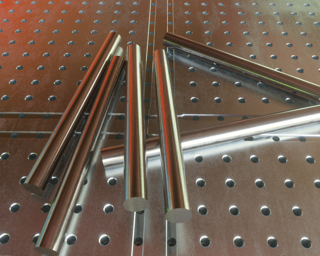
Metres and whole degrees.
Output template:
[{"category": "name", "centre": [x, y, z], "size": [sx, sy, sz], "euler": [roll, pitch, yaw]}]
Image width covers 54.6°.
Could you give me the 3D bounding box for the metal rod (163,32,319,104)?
[{"category": "metal rod", "centre": [0.139, -0.093, 0.486], "size": [0.300, 0.025, 0.025], "euler": [26, 55, 20]}]

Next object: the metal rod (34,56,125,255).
[{"category": "metal rod", "centre": [-0.089, 0.008, 0.400], "size": [0.025, 0.025, 0.300], "euler": [7, 50, 6]}]

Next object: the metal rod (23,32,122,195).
[{"category": "metal rod", "centre": [-0.111, -0.043, 0.443], "size": [0.025, 0.025, 0.300], "euler": [9, 51, 8]}]

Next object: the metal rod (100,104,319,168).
[{"category": "metal rod", "centre": [0.076, 0.008, 0.401], "size": [0.302, 0.025, 0.025], "euler": [-11, 51, -10]}]

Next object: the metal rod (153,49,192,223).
[{"category": "metal rod", "centre": [0.009, -0.019, 0.396], "size": [0.025, 0.025, 0.300], "euler": [-2, 42, -2]}]

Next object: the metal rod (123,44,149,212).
[{"category": "metal rod", "centre": [-0.033, -0.028, 0.406], "size": [0.025, 0.025, 0.300], "euler": [-3, 43, -3]}]
